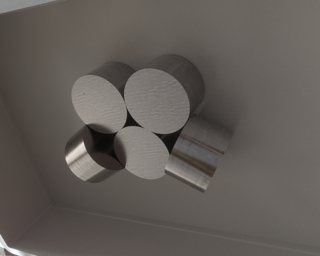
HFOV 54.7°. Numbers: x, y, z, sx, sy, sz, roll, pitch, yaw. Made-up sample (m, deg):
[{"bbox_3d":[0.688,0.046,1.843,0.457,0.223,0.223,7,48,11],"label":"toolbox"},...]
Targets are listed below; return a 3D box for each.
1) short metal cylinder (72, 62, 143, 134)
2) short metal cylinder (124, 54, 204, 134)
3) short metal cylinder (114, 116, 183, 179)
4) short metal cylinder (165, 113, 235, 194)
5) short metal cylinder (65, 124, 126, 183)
[{"bbox_3d":[-0.065,-0.039,0.401,0.080,0.050,0.079,13,124,21],"label":"short metal cylinder"},{"bbox_3d":[0.006,-0.040,0.363,0.080,0.050,0.079,13,124,21],"label":"short metal cylinder"},{"bbox_3d":[-0.013,0.021,0.410,0.080,0.050,0.079,13,124,21],"label":"short metal cylinder"},{"bbox_3d":[0.047,0.029,0.364,0.050,0.080,0.079,26,128,12],"label":"short metal cylinder"},{"bbox_3d":[-0.084,0.031,0.435,0.050,0.080,0.080,-34,99,38],"label":"short metal cylinder"}]
